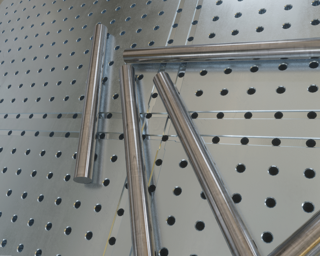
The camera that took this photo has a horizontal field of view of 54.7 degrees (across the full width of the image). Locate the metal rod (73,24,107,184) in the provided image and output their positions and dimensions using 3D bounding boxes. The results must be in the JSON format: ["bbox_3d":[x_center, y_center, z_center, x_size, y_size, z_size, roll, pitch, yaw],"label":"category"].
[{"bbox_3d":[-0.107,-0.057,0.496,0.025,0.025,0.299,-14,56,20],"label":"metal rod"}]

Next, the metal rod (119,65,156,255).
[{"bbox_3d":[-0.033,0.031,0.405,0.025,0.025,0.299,-20,54,16],"label":"metal rod"}]

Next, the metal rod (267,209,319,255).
[{"bbox_3d":[0.104,0.111,0.257,0.301,0.025,0.025,-37,51,-8],"label":"metal rod"}]

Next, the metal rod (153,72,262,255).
[{"bbox_3d":[0.048,0.038,0.358,0.025,0.025,0.299,-30,52,9],"label":"metal rod"}]

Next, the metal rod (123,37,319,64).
[{"bbox_3d":[0.077,-0.105,0.431,0.300,0.025,0.025,5,64,30],"label":"metal rod"}]
